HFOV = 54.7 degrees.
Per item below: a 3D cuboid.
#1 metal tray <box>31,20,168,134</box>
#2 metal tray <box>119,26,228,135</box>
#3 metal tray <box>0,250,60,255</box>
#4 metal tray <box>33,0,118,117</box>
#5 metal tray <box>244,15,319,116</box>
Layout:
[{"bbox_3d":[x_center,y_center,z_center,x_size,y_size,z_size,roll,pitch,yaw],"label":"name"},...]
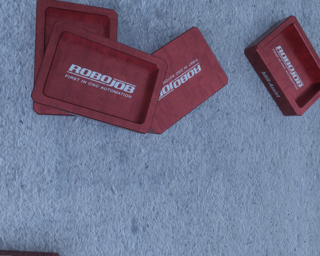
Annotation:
[{"bbox_3d":[-0.065,-0.053,0.349,0.131,0.030,0.090,17,84,-19],"label":"metal tray"},{"bbox_3d":[0.017,-0.063,0.413,0.131,0.030,0.090,-37,102,-16],"label":"metal tray"},{"bbox_3d":[-0.168,0.207,0.345,0.091,0.030,0.129,12,86,-20],"label":"metal tray"},{"bbox_3d":[-0.100,-0.079,0.369,0.091,0.030,0.129,2,89,-20],"label":"metal tray"},{"bbox_3d":[0.201,-0.094,0.480,0.090,0.030,0.130,-41,103,-16],"label":"metal tray"}]
